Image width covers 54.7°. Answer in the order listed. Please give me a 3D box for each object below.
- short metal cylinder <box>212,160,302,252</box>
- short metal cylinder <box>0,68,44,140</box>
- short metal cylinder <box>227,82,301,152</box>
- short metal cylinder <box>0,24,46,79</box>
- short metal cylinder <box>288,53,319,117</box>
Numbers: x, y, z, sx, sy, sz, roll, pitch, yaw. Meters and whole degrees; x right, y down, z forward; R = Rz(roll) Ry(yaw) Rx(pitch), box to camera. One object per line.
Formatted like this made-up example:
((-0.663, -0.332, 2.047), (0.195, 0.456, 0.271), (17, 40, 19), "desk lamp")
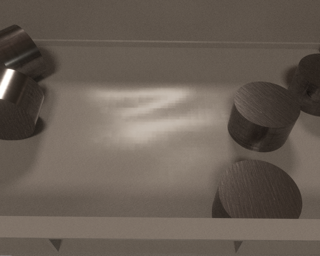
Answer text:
((0.098, 0.080, 0.323), (0.081, 0.050, 0.080), (0, 50, 0), "short metal cylinder")
((-0.194, -0.028, 0.391), (0.081, 0.080, 0.050), (-1, 50, -1), "short metal cylinder")
((0.133, -0.015, 0.403), (0.081, 0.050, 0.080), (0, 50, 0), "short metal cylinder")
((-0.214, -0.103, 0.453), (0.080, 0.080, 0.050), (35, 58, 25), "short metal cylinder")
((0.232, -0.062, 0.444), (0.081, 0.050, 0.080), (0, 50, 0), "short metal cylinder")
